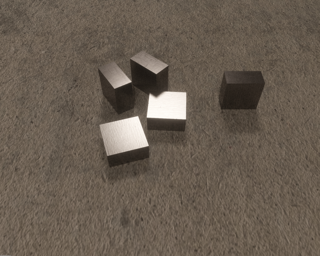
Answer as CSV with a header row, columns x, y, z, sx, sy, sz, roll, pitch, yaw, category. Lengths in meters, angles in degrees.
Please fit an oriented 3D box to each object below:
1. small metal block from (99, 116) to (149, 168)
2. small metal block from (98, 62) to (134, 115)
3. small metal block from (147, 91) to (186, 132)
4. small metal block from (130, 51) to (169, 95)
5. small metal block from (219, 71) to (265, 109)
x,y,z,sx,sy,sz,roll,pitch,yaw,category
-0.045,0.017,0.389,0.050,0.025,0.050,-13,51,-12,small metal block
-0.061,-0.056,0.433,0.025,0.050,0.050,-26,55,-20,small metal block
0.010,-0.023,0.423,0.050,0.025,0.050,3,50,2,small metal block
-0.015,-0.076,0.451,0.050,0.050,0.025,34,58,25,small metal block
0.112,-0.052,0.432,0.050,0.050,0.025,0,50,-1,small metal block
